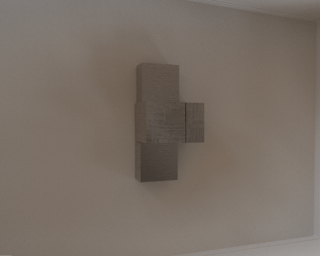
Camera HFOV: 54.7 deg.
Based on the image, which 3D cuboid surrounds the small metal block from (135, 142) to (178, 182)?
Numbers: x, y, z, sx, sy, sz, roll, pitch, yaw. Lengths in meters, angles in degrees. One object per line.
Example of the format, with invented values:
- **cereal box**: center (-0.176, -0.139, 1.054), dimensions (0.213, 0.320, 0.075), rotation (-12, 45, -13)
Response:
- **small metal block**: center (-0.005, 0.043, 0.407), dimensions (0.050, 0.025, 0.050), rotation (0, 90, -20)

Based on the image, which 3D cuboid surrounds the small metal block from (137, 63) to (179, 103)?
- **small metal block**: center (-0.003, -0.057, 0.407), dimensions (0.050, 0.025, 0.050), rotation (0, 90, -20)

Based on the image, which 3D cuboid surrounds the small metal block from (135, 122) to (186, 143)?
- **small metal block**: center (-0.001, 0.005, 0.395), dimensions (0.050, 0.050, 0.025), rotation (0, 90, -20)

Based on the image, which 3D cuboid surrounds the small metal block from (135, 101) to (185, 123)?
- **small metal block**: center (-0.001, -0.019, 0.395), dimensions (0.050, 0.050, 0.025), rotation (0, 90, -20)

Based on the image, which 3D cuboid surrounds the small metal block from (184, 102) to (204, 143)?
- **small metal block**: center (0.035, -0.007, 0.408), dimensions (0.025, 0.050, 0.050), rotation (0, 90, -20)
